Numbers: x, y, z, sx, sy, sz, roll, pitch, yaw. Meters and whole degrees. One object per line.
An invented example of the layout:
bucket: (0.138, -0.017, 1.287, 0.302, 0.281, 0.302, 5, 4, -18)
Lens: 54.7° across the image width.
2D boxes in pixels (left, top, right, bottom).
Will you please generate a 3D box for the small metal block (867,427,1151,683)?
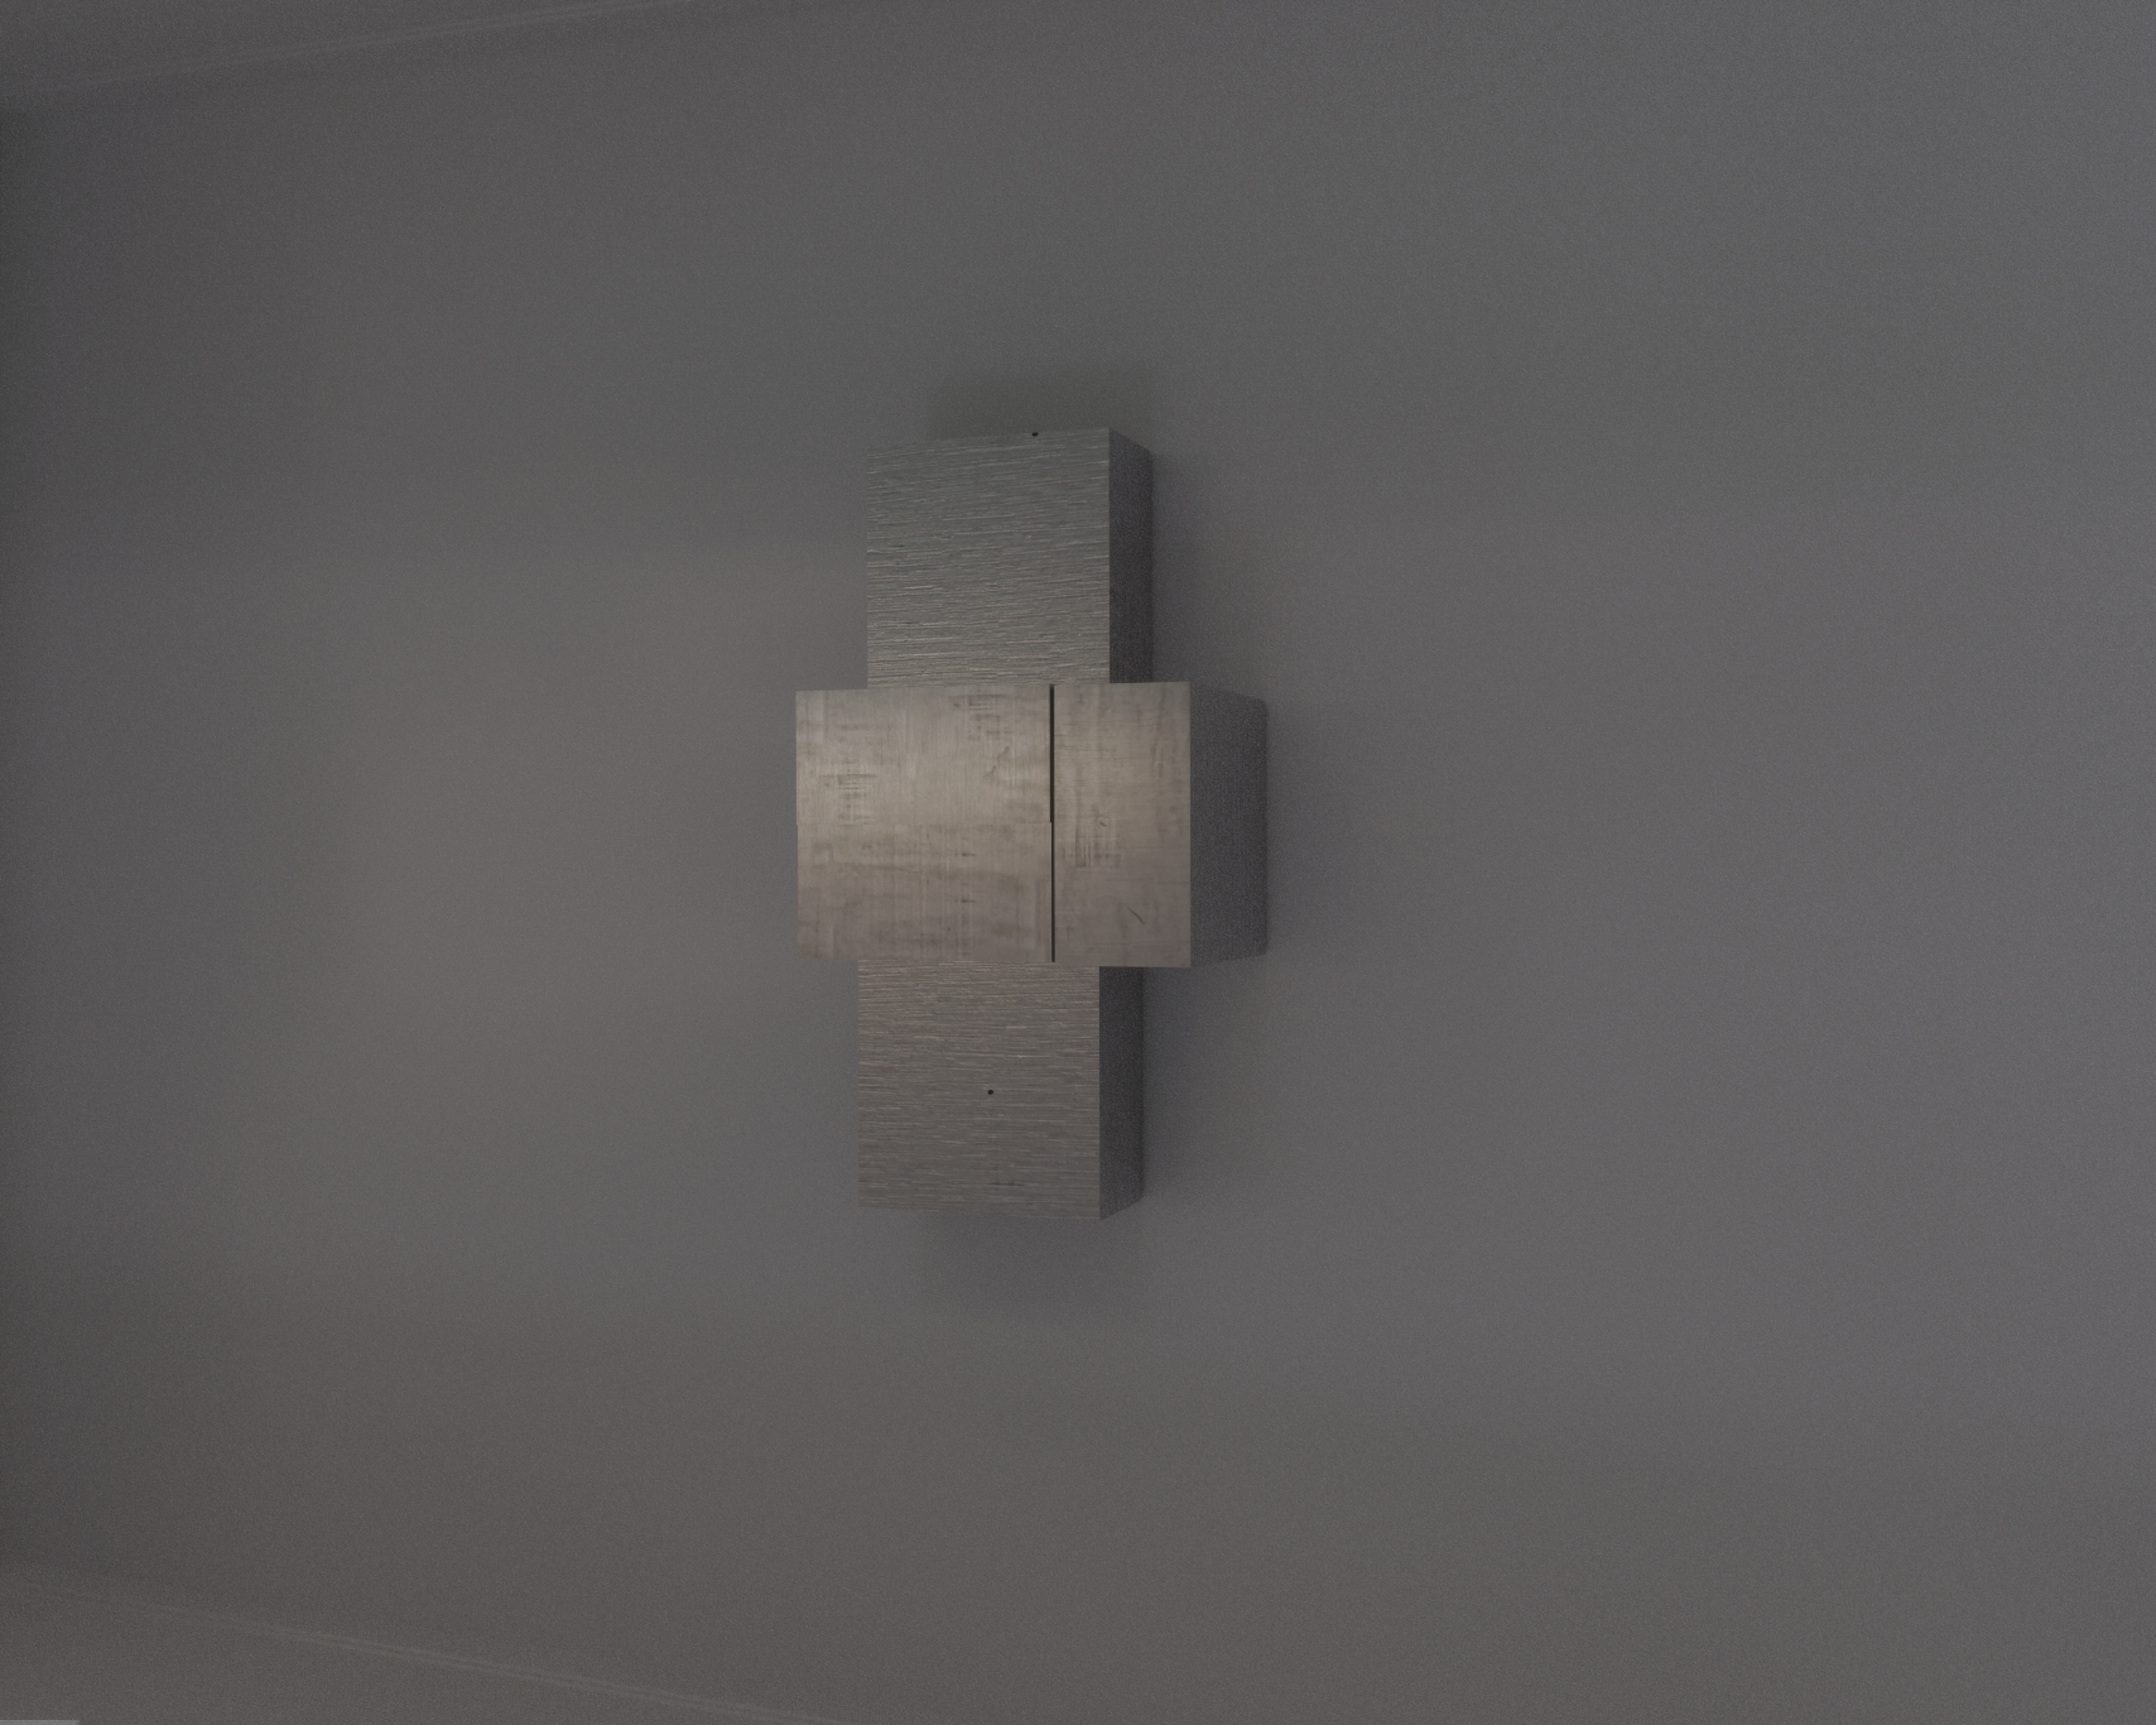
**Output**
small metal block: (-0.013, -0.057, 0.413, 0.050, 0.025, 0.050, 0, 90, 20)

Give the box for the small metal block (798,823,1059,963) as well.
small metal block: (-0.020, 0.005, 0.402, 0.050, 0.050, 0.025, 0, 90, 20)

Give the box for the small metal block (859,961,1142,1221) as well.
small metal block: (-0.015, 0.043, 0.414, 0.050, 0.025, 0.050, 0, 90, 20)

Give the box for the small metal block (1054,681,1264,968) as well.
small metal block: (0.016, -0.007, 0.390, 0.025, 0.050, 0.050, 0, 90, 20)

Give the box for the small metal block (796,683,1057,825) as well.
small metal block: (-0.020, -0.020, 0.402, 0.050, 0.050, 0.025, 0, 90, 20)
